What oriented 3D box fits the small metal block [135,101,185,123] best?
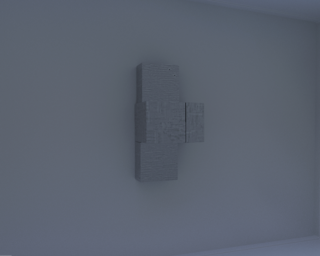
[{"bbox_3d":[-0.001,-0.019,0.395,0.050,0.050,0.025,0,90,-20],"label":"small metal block"}]

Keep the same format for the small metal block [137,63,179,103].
[{"bbox_3d":[-0.003,-0.057,0.407,0.050,0.025,0.050,0,90,-20],"label":"small metal block"}]

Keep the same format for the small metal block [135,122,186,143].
[{"bbox_3d":[-0.001,0.005,0.395,0.050,0.050,0.025,0,90,-20],"label":"small metal block"}]

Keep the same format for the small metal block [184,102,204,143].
[{"bbox_3d":[0.035,-0.007,0.408,0.025,0.050,0.050,0,90,-20],"label":"small metal block"}]

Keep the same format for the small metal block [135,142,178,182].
[{"bbox_3d":[-0.005,0.043,0.407,0.050,0.025,0.050,0,90,-20],"label":"small metal block"}]
